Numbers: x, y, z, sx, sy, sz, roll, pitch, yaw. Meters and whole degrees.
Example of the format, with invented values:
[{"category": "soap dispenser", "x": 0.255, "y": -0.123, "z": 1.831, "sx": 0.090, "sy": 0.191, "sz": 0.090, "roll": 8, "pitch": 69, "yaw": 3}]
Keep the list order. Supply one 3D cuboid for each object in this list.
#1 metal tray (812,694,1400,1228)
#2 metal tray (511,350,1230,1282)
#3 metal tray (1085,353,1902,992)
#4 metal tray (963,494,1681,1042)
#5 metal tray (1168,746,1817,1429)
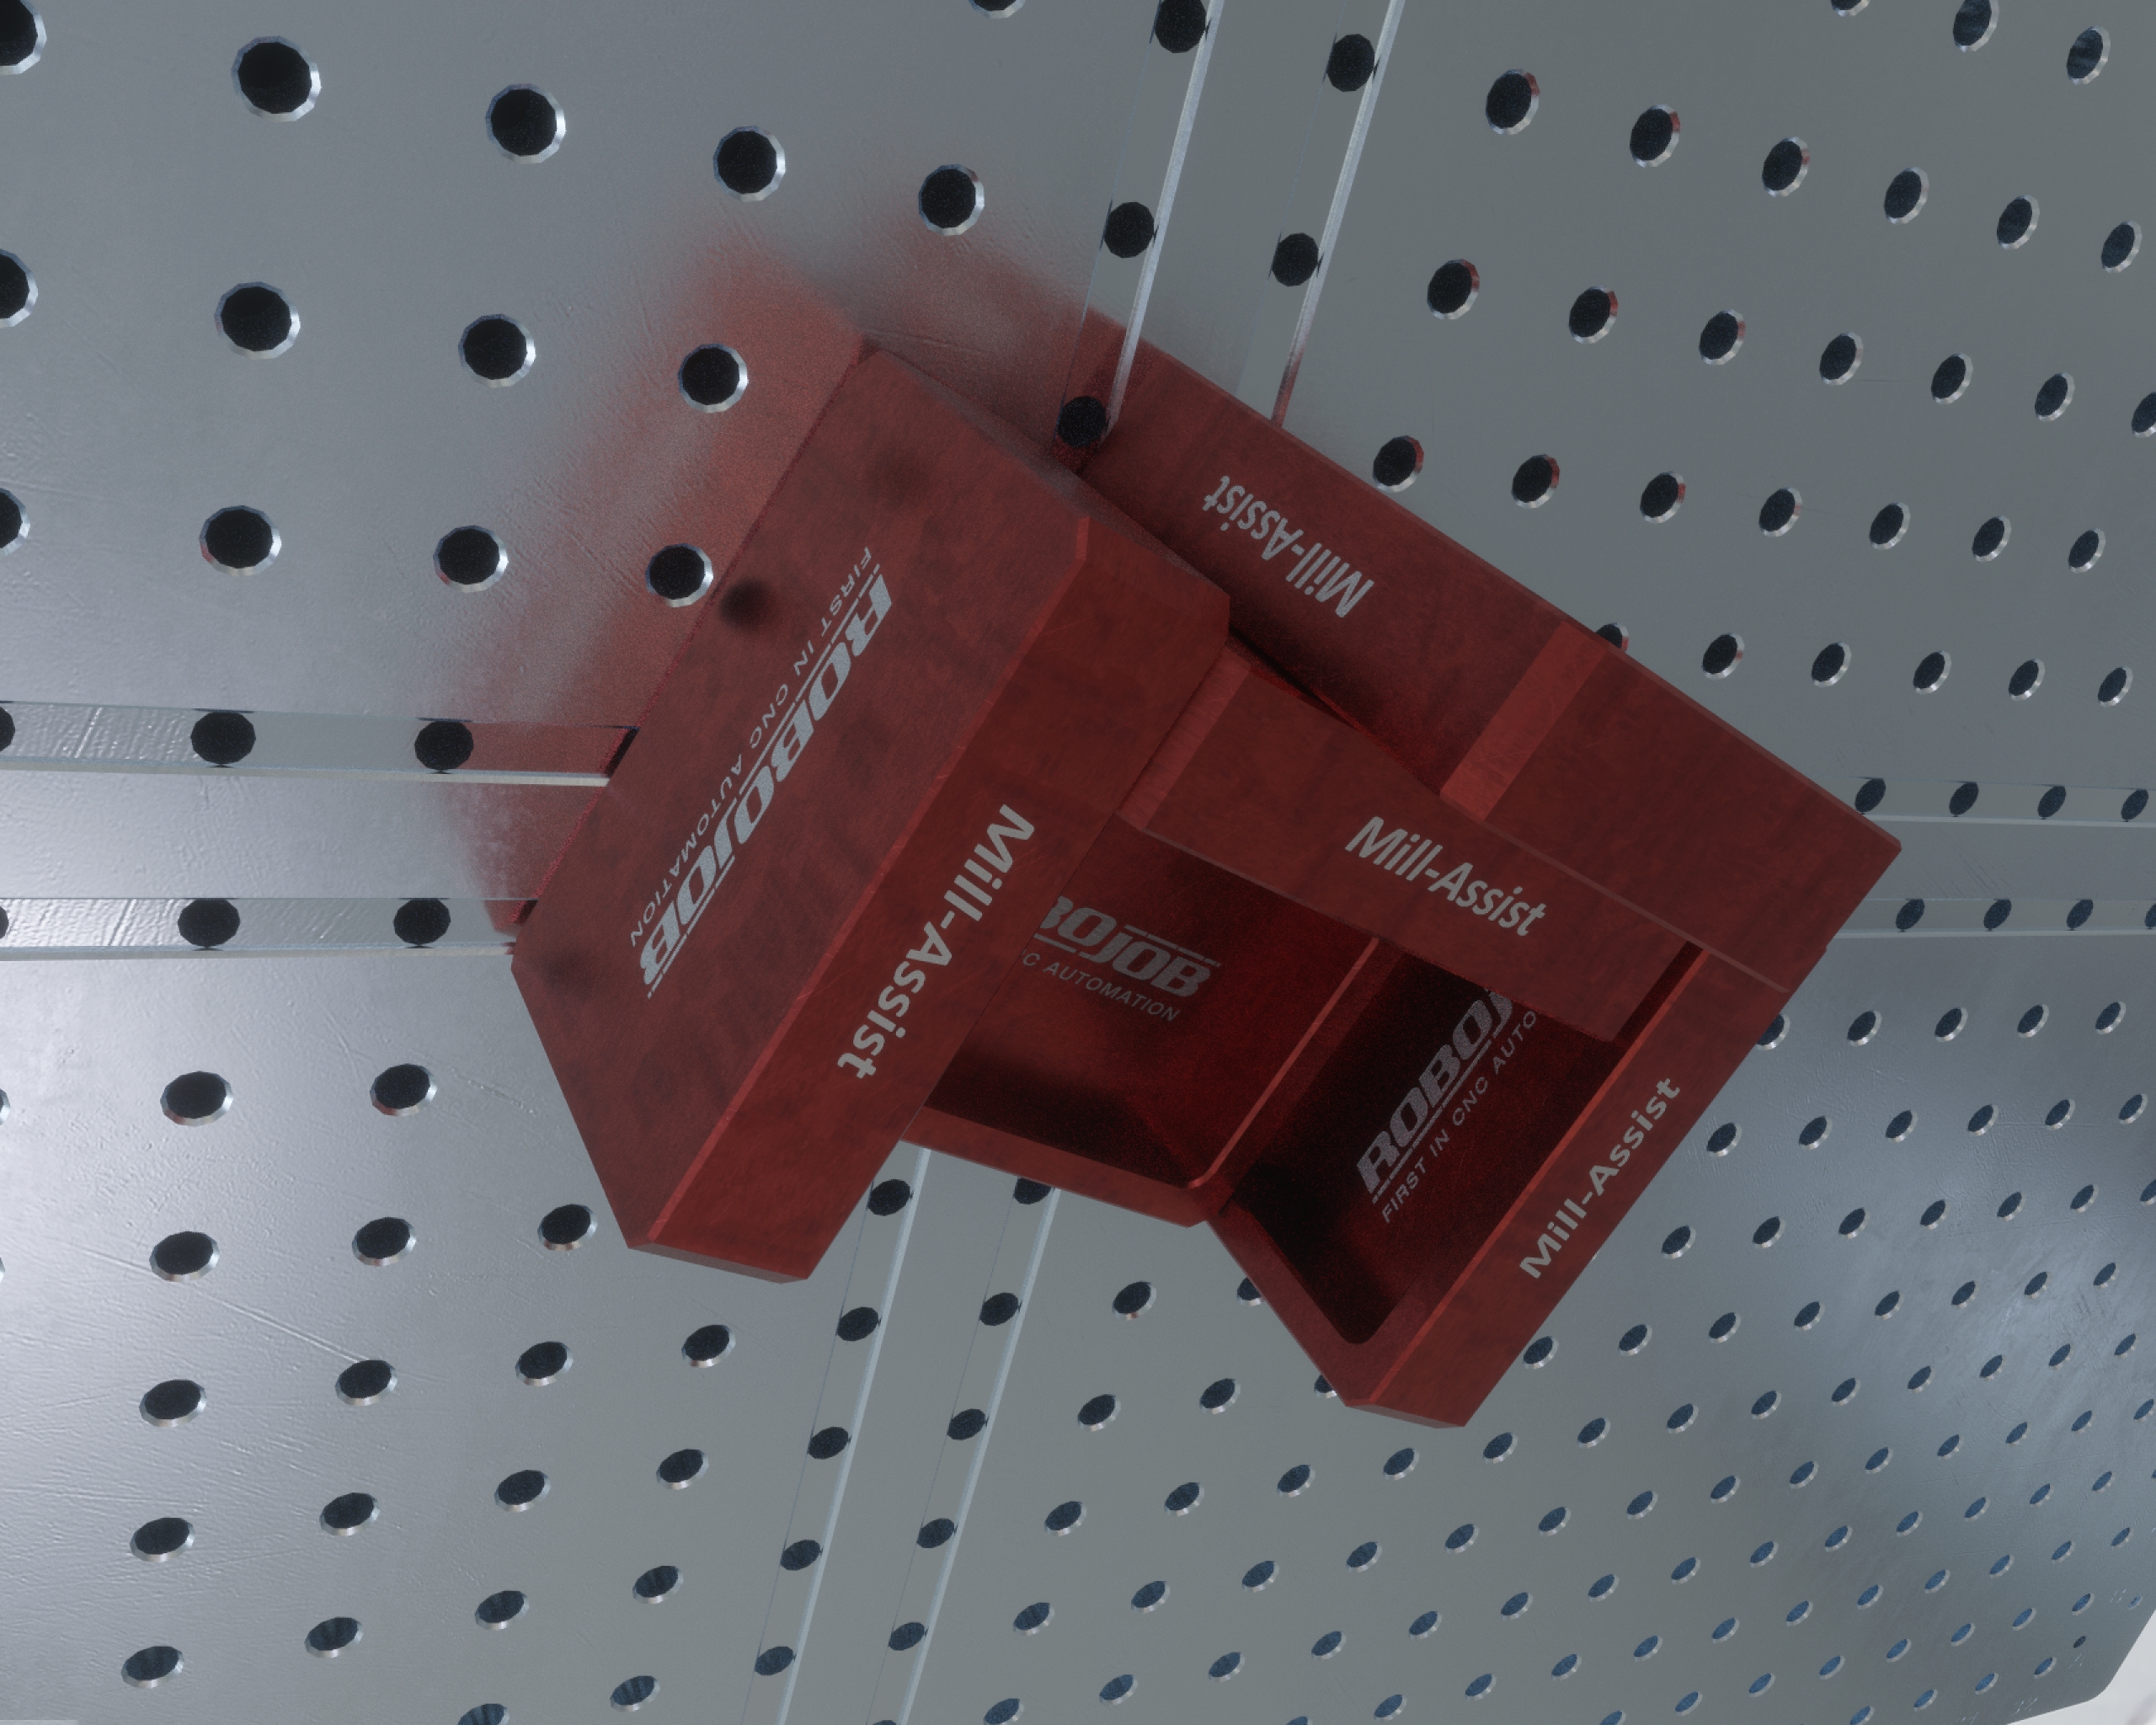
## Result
[{"category": "metal tray", "x": -0.002, "y": 0.017, "z": 0.416, "sx": 0.131, "sy": 0.030, "sz": 0.090, "roll": 24, "pitch": 106, "yaw": -37}, {"category": "metal tray", "x": -0.040, "y": -0.009, "z": 0.340, "sx": 0.030, "sy": 0.090, "sz": 0.129, "roll": 24, "pitch": 105, "yaw": -37}, {"category": "metal tray", "x": 0.065, "y": -0.035, "z": 0.355, "sx": 0.090, "sy": 0.130, "sz": 0.030, "roll": 24, "pitch": 105, "yaw": -37}, {"category": "metal tray", "x": 0.043, "y": -0.019, "z": 0.379, "sx": 0.131, "sy": 0.090, "sz": 0.030, "roll": 23, "pitch": 106, "yaw": -37}, {"category": "metal tray", "x": 0.081, "y": 0.040, "z": 0.436, "sx": 0.030, "sy": 0.090, "sz": 0.129, "roll": 24, "pitch": 105, "yaw": -37}]
